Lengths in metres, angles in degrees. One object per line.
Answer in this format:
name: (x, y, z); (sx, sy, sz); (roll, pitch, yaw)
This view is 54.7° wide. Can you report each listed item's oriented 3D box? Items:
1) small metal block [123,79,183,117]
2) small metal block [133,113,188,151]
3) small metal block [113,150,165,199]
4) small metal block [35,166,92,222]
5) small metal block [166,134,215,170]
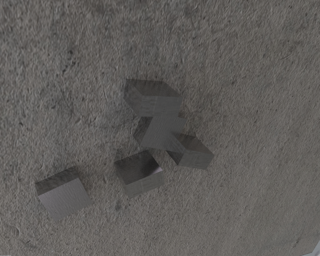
small metal block: (-0.009, -0.036, 0.363); (0.050, 0.050, 0.025); (-1, 119, -28)
small metal block: (0.000, 0.000, 0.406); (0.050, 0.025, 0.050); (13, 112, -34)
small metal block: (-0.028, 0.060, 0.412); (0.050, 0.050, 0.025); (-20, 126, -17)
small metal block: (-0.121, 0.083, 0.392); (0.050, 0.025, 0.050); (-25, 128, -13)
small metal block: (0.038, 0.031, 0.430); (0.050, 0.050, 0.025); (13, 112, -34)
